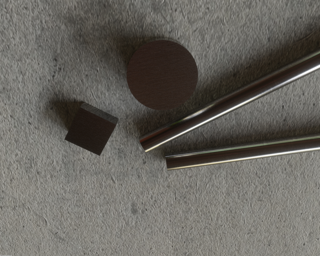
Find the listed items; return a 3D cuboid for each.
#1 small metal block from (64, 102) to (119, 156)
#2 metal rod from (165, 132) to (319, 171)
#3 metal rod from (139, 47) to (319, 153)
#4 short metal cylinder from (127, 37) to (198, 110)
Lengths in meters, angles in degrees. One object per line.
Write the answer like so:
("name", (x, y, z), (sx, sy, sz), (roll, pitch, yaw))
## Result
("small metal block", (-0.090, 0.001, 0.409), (0.050, 0.025, 0.050), (27, 108, -10))
("metal rod", (0.158, 0.026, 0.421), (0.302, 0.025, 0.025), (-8, 110, 2))
("metal rod", (0.111, -0.044, 0.395), (0.301, 0.025, 0.025), (-26, 108, 9))
("short metal cylinder", (0.003, -0.067, 0.372), (0.081, 0.050, 0.079), (0, 110, -1))
